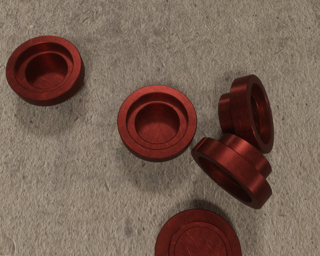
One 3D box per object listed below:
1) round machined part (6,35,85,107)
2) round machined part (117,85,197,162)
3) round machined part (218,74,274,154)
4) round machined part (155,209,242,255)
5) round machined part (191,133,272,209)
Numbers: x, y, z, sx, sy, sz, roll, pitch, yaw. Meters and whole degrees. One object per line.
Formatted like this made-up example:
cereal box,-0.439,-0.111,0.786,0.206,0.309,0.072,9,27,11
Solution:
round machined part,-0.152,-0.074,0.424,0.099,0.042,0.098,0,70,-1
round machined part,-0.003,-0.003,0.400,0.099,0.042,0.098,0,70,-1
round machined part,0.106,-0.014,0.386,0.042,0.098,0.098,-12,66,33
round machined part,0.043,0.141,0.348,0.099,0.042,0.098,0,70,-1
round machined part,0.086,0.043,0.353,0.098,0.098,0.042,41,79,13
